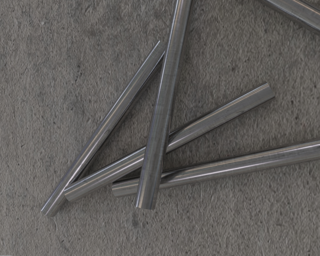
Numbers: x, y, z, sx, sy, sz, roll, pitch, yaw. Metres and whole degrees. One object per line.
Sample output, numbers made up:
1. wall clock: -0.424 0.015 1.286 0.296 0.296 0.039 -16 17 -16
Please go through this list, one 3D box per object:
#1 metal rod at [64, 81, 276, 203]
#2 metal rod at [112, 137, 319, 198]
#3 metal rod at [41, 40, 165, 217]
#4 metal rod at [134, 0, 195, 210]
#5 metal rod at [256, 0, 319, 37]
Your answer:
1. metal rod: 0.002 0.025 0.400 0.300 0.025 0.025 -28 81 14
2. metal rod: 0.078 0.049 0.381 0.301 0.025 0.025 -15 85 19
3. metal rod: -0.080 0.008 0.437 0.025 0.025 0.299 40 102 15
4. metal rod: 0.010 -0.052 0.381 0.025 0.025 0.299 9 84 20
5. metal rod: 0.086 -0.190 0.378 0.300 0.025 0.025 38 102 16
